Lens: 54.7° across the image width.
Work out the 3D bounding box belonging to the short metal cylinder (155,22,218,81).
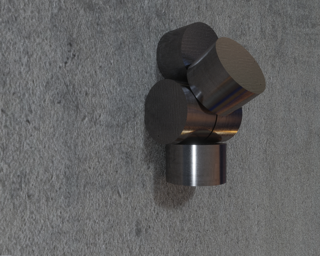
[{"bbox_3d":[0.041,-0.099,0.427,0.081,0.050,0.079,0,90,-40],"label":"short metal cylinder"}]

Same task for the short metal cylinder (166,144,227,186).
[{"bbox_3d":[0.048,0.045,0.413,0.081,0.080,0.050,0,90,-40],"label":"short metal cylinder"}]

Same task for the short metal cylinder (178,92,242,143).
[{"bbox_3d":[0.065,-0.019,0.426,0.050,0.080,0.079,0,90,-40],"label":"short metal cylinder"}]

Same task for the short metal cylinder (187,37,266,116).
[{"bbox_3d":[0.080,-0.061,0.373,0.080,0.050,0.080,22,49,-28],"label":"short metal cylinder"}]

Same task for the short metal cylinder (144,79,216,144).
[{"bbox_3d":[0.024,-0.020,0.393,0.050,0.080,0.079,1,90,-41],"label":"short metal cylinder"}]
